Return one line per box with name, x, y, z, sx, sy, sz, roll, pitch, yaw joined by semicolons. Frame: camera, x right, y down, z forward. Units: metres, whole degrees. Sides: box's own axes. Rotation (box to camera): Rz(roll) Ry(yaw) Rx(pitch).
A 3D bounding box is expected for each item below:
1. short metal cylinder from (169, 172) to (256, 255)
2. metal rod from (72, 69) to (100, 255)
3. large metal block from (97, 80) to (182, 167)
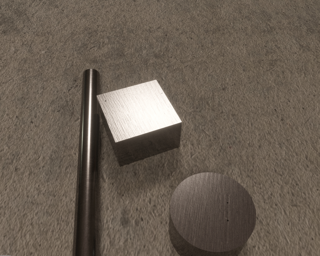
short metal cylinder;0.050;0.092;0.311;0.081;0.050;0.080;0;50;0
metal rod;-0.086;0.034;0.373;0.025;0.025;0.300;-5;50;-5
large metal block;-0.027;-0.008;0.393;0.081;0.050;0.080;-17;52;-15
